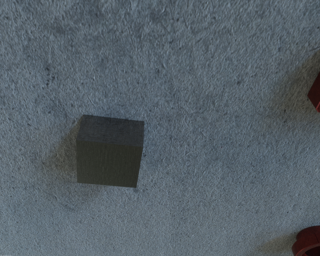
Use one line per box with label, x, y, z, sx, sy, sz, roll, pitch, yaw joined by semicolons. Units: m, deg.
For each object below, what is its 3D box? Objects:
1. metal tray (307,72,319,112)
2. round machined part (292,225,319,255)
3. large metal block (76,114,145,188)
metal tray;0.255;-0.056;0.359;0.131;0.030;0.089;5;130;-5
round machined part;0.302;0.223;0.591;0.099;0.042;0.097;-1;130;0
large metal block;-0.066;0.033;0.418;0.081;0.050;0.079;6;130;-6
